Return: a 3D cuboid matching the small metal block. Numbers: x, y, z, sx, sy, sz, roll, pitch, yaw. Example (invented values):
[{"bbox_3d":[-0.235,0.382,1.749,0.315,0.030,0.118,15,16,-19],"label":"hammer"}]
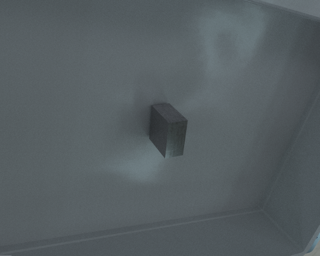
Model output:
[{"bbox_3d":[0.009,0.003,0.394,0.025,0.050,0.050,-9,122,-24],"label":"small metal block"}]
